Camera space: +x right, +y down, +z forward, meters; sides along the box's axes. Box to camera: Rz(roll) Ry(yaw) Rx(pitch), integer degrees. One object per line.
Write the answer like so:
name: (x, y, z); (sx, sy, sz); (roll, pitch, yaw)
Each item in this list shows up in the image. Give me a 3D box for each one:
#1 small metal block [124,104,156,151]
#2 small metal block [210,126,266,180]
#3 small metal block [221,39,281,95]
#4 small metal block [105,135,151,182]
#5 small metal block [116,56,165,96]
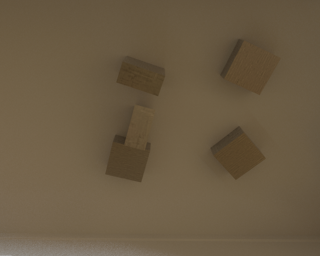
small metal block: (-0.026, -0.001, 0.390); (0.025, 0.050, 0.050); (15, 91, -5)
small metal block: (0.106, 0.034, 0.425); (0.050, 0.025, 0.050); (-40, 106, 13)
small metal block: (0.111, -0.076, 0.384); (0.050, 0.025, 0.050); (23, 108, -8)
small metal block: (-0.044, 0.042, 0.426); (0.050, 0.025, 0.050); (14, 110, -6)
small metal block: (-0.022, -0.064, 0.374); (0.050, 0.050, 0.025); (18, 109, -7)
